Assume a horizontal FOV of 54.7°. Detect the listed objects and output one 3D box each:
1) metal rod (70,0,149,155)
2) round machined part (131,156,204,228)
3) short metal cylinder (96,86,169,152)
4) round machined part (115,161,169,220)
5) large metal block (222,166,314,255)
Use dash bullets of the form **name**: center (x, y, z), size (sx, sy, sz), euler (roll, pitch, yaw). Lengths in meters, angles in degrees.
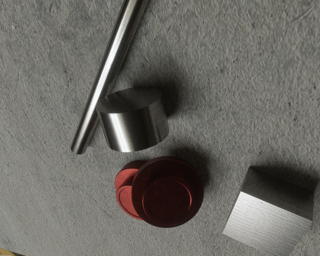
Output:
- **metal rod**: center (-0.070, -0.066, 0.402), size (0.025, 0.025, 0.298), euler (35, 129, 5)
- **round machined part**: center (0.011, 0.090, 0.416), size (0.099, 0.042, 0.097), euler (-1, 100, -4)
- **short metal cylinder**: center (-0.032, -0.013, 0.380), size (0.080, 0.080, 0.050), euler (3, 120, 27)
- **round machined part**: center (-0.028, 0.102, 0.473), size (0.098, 0.042, 0.097), euler (13, 124, 21)
- **large metal block**: center (0.133, 0.107, 0.387), size (0.080, 0.050, 0.079), euler (21, 127, 15)
